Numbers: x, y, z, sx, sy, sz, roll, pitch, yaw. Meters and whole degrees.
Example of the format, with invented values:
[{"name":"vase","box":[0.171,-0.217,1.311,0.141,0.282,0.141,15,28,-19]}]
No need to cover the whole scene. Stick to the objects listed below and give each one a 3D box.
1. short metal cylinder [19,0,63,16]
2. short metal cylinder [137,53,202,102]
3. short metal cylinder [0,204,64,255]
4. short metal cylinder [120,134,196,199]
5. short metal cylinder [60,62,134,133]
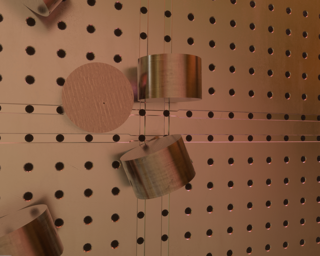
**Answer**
[{"name":"short metal cylinder","box":[-0.137,-0.169,0.333,0.080,0.080,0.050,39,78,-16]},{"name":"short metal cylinder","box":[0.012,-0.060,0.389,0.081,0.080,0.050,-1,91,-20]},{"name":"short metal cylinder","box":[-0.151,0.123,0.328,0.081,0.080,0.050,-21,98,-19]},{"name":"short metal cylinder","box":[-0.002,0.046,0.384,0.081,0.080,0.050,-24,98,-19]},{"name":"short metal cylinder","box":[-0.077,-0.034,0.371,0.081,0.050,0.079,0,90,-21]}]
